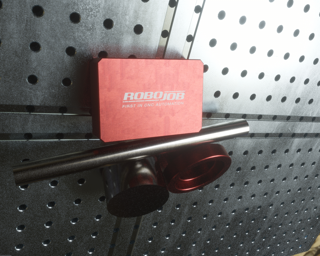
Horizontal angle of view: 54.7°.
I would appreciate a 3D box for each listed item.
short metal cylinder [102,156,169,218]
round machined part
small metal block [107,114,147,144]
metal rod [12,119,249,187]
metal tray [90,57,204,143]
[{"bbox_3d":[-0.033,0.076,0.410,0.081,0.050,0.080,-11,140,-9],"label":"short metal cylinder"},{"bbox_3d":[0.049,0.051,0.445,0.099,0.042,0.098,-18,148,-12],"label":"round machined part"},{"bbox_3d":[-0.035,0.015,0.414,0.050,0.025,0.050,19,108,-36],"label":"small metal block"},{"bbox_3d":[-0.016,0.024,0.385,0.303,0.025,0.025,-11,123,-23],"label":"metal rod"},{"bbox_3d":[-0.012,-0.035,0.363,0.131,0.030,0.089,-5,102,-27],"label":"metal tray"}]
